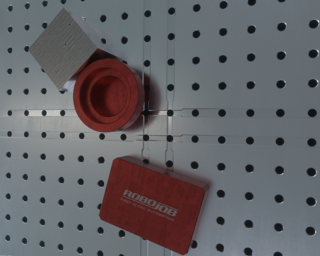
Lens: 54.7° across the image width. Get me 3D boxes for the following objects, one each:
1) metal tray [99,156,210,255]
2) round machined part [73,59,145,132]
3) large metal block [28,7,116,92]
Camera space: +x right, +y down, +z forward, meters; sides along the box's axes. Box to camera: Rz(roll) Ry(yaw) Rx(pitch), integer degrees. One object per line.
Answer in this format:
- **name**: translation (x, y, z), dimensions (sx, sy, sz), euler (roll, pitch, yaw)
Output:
- **metal tray**: translation (-0.010, 0.099, 0.413), dimensions (0.130, 0.030, 0.089), euler (17, 96, 19)
- **round machined part**: translation (-0.066, -0.043, 0.427), dimensions (0.098, 0.042, 0.097), euler (0, 90, 20)
- **large metal block**: translation (-0.125, -0.107, 0.444), dimensions (0.080, 0.050, 0.080), euler (-43, 77, 15)
